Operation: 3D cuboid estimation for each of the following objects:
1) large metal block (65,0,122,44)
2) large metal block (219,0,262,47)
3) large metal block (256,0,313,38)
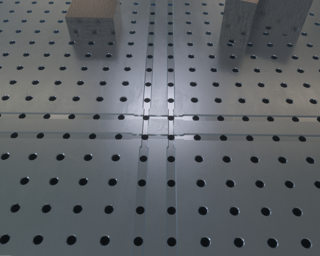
[{"bbox_3d":[-0.116,-0.197,0.557,0.080,0.050,0.080,1,50,1],"label":"large metal block"},{"bbox_3d":[0.145,-0.204,0.545,0.050,0.080,0.080,18,53,15],"label":"large metal block"},{"bbox_3d":[0.225,-0.219,0.557,0.080,0.080,0.050,19,53,15],"label":"large metal block"}]
